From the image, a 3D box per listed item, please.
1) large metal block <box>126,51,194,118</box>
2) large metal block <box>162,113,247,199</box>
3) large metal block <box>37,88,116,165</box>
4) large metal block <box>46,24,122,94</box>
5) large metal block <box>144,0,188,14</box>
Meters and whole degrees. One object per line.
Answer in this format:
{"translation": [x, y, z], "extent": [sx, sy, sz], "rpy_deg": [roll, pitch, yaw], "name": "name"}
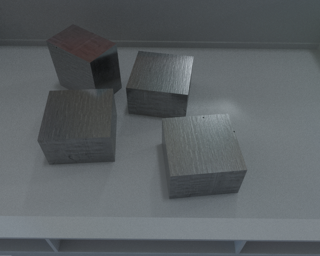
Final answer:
{"translation": [0.002, -0.061, 0.440], "extent": [0.080, 0.050, 0.080], "rpy_deg": [7, 50, 5], "name": "large metal block"}
{"translation": [0.047, 0.032, 0.363], "extent": [0.081, 0.050, 0.080], "rpy_deg": [-4, 50, -4], "name": "large metal block"}
{"translation": [-0.098, -0.003, 0.390], "extent": [0.081, 0.050, 0.080], "rpy_deg": [-2, 50, -3], "name": "large metal block"}
{"translation": [-0.105, -0.089, 0.443], "extent": [0.080, 0.080, 0.050], "rpy_deg": [29, 56, 21], "name": "large metal block"}
{"translation": [0.007, -0.280, 0.627], "extent": [0.081, 0.050, 0.080], "rpy_deg": [-12, 51, -10], "name": "large metal block"}
